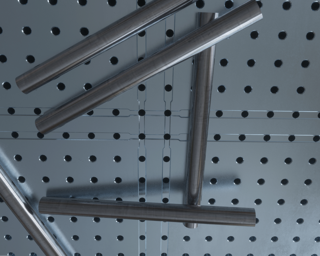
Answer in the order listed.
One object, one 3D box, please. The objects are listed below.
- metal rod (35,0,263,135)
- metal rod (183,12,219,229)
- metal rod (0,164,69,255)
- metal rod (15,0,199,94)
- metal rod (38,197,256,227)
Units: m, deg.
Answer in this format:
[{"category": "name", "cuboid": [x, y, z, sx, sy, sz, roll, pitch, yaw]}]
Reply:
[{"category": "metal rod", "cuboid": [-0.026, -0.065, 0.371, 0.300, 0.025, 0.025, -26, 109, 15]}, {"category": "metal rod", "cuboid": [0.052, 0.004, 0.415, 0.025, 0.025, 0.298, 2, 110, -1]}, {"category": "metal rod", "cuboid": [-0.201, 0.121, 0.455, 0.025, 0.025, 0.299, -24, 109, 8]}, {"category": "metal rod", "cuboid": [-0.040, -0.119, 0.368, 0.301, 0.025, 0.025, -26, 108, 9]}, {"category": "metal rod", "cuboid": [-0.022, 0.117, 0.437, 0.302, 0.025, 0.025, 2, 110, 6]}]
